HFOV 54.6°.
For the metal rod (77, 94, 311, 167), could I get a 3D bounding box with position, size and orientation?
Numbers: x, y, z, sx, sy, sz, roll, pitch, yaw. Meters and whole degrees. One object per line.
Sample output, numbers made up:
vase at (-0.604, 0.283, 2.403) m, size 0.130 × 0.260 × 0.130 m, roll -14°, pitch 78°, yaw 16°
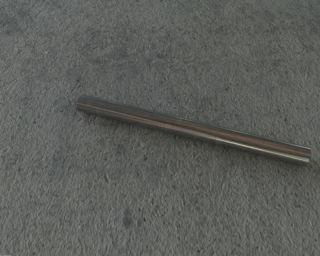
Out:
metal rod at (0.034, 0.000, 0.403) m, size 0.301 × 0.025 × 0.025 m, roll 14°, pitch 51°, yaw 11°
